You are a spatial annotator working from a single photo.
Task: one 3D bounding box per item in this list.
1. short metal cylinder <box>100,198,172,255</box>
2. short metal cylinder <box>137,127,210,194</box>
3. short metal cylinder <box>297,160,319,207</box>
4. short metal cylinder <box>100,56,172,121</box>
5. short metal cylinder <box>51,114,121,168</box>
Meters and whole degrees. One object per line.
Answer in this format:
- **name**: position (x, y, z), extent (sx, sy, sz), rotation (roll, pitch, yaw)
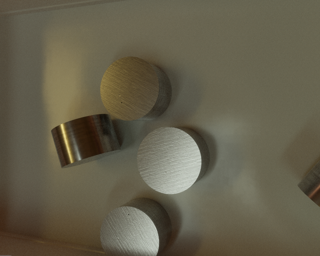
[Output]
- **short metal cylinder**: position (-0.030, 0.137, 0.408), extent (0.080, 0.050, 0.080), rotation (0, 90, 20)
- **short metal cylinder**: position (0.018, 0.038, 0.391), extent (0.080, 0.050, 0.080), rotation (0, 90, 20)
- **short metal cylinder**: position (0.191, 0.066, 0.314), extent (0.080, 0.080, 0.050), rotation (40, 103, 15)
- **short metal cylinder**: position (-0.030, -0.049, 0.408), extent (0.080, 0.050, 0.080), rotation (0, 90, 20)
- **short metal cylinder**: position (-0.098, 0.018, 0.416), extent (0.080, 0.080, 0.050), rotation (-20, 83, 19)
